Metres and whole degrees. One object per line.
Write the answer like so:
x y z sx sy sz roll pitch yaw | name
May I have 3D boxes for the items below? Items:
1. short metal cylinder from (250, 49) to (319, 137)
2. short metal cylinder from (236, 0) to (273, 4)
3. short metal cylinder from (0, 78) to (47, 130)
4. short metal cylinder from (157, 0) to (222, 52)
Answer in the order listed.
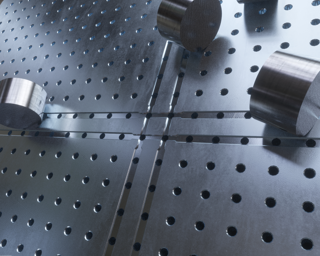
0.138 -0.037 0.323 0.050 0.080 0.080 28 77 37 | short metal cylinder
0.137 -0.220 0.435 0.050 0.080 0.080 5 64 30 | short metal cylinder
-0.235 -0.039 0.517 0.080 0.080 0.050 -13 57 21 | short metal cylinder
0.043 -0.156 0.445 0.080 0.080 0.050 -48 52 -5 | short metal cylinder
